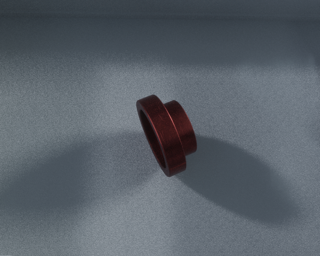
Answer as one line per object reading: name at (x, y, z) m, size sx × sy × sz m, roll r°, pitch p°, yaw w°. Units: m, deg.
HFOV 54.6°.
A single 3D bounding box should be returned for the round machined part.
round machined part at (0.010, 0.005, 0.369) m, size 0.042 × 0.098 × 0.098 m, roll -22°, pitch 72°, yaw -10°
